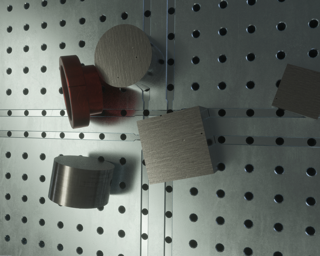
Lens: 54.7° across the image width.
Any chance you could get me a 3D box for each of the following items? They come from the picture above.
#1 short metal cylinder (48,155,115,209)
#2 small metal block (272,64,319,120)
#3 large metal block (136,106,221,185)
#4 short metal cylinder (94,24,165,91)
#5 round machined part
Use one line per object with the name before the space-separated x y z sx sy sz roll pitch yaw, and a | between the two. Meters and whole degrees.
short metal cylinder | -0.106 0.071 0.421 0.080 0.080 0.050 12 94 19
small metal block | 0.162 -0.041 0.355 0.050 0.025 0.050 21 97 18
large metal block | 0.025 0.022 0.391 0.080 0.050 0.080 -13 86 19
short metal cylinder | -0.039 -0.091 0.413 0.080 0.050 0.079 0 90 20
round machined part | -0.106 -0.050 0.422 0.042 0.098 0.097 -11 85 -21
